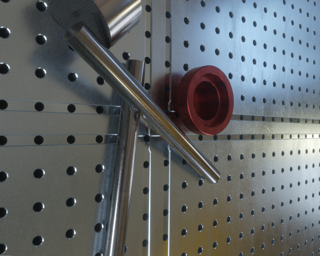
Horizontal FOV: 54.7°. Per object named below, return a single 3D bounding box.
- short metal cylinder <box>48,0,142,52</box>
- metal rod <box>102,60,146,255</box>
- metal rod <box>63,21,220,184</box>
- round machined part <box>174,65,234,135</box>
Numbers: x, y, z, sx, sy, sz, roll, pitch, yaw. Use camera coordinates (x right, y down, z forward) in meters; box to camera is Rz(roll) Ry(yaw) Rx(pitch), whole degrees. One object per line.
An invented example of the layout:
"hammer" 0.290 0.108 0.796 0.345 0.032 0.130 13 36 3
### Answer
"short metal cylinder" -0.066 -0.124 0.318 0.050 0.080 0.080 -51 120 -28
"metal rod" -0.046 0.067 0.370 0.025 0.025 0.298 10 83 -40
"metal rod" 0.001 -0.007 0.382 0.300 0.025 0.025 46 63 -40
"round machined part" 0.060 -0.039 0.448 0.099 0.042 0.097 0 90 -40
